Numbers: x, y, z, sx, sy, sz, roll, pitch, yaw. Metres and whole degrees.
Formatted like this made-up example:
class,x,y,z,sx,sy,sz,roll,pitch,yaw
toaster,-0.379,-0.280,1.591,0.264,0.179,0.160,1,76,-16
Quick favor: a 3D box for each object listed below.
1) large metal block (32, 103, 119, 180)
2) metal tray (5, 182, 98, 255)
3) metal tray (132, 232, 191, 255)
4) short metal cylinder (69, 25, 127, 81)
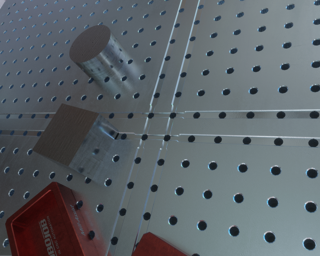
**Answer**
class,x,y,z,sx,sy,sz,roll,pitch,yaw
large metal block,-0.120,0.018,0.445,0.080,0.050,0.080,15,69,34
metal tray,-0.138,0.144,0.389,0.090,0.030,0.130,-40,51,1
metal tray,-0.006,0.181,0.297,0.090,0.030,0.130,20,72,35
short metal cylinder,-0.105,-0.127,0.525,0.080,0.050,0.080,-13,56,21
